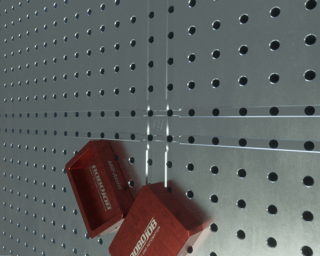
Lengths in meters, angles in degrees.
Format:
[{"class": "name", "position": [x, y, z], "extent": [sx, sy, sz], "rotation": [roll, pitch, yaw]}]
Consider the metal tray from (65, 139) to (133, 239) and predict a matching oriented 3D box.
[{"class": "metal tray", "position": [-0.096, 0.094, 0.486], "extent": [0.090, 0.030, 0.130], "rotation": [-40, 66, 33]}]

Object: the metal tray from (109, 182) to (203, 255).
[{"class": "metal tray", "position": [-0.011, 0.150, 0.416], "extent": [0.090, 0.030, 0.129], "rotation": [42, 115, 32]}]
